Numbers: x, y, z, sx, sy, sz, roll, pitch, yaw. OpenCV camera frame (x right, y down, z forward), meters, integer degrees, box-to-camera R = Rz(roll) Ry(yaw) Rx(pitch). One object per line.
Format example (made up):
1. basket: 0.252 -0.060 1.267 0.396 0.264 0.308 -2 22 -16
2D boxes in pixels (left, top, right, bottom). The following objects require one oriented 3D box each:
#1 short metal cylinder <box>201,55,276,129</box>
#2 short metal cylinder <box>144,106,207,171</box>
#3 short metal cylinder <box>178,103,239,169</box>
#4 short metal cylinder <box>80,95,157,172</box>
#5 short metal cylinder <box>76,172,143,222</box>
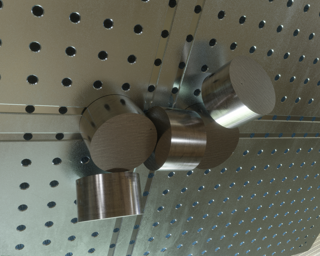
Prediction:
1. short metal cylinder: 0.100 -0.045 0.396 0.081 0.080 0.050 9 156 -33
2. short metal cylinder: 0.014 0.014 0.393 0.050 0.080 0.079 5 116 -31
3. short metal cylinder: 0.064 0.011 0.438 0.081 0.050 0.079 -14 125 -21
4. short metal cylinder: -0.050 0.007 0.372 0.081 0.050 0.079 -14 125 -21
5. short metal cylinder: -0.063 0.088 0.389 0.081 0.050 0.080 -7 164 -2
